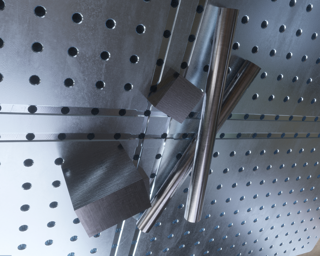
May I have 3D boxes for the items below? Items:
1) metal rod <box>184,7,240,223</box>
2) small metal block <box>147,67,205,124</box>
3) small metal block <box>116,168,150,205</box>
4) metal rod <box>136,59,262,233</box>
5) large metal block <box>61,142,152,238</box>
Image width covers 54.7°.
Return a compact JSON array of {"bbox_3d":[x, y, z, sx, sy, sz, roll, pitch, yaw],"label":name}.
[{"bbox_3d":[0.066,-0.003,0.419,0.025,0.025,0.298,-4,113,-27],"label":"metal rod"},{"bbox_3d":[0.021,-0.041,0.397,0.050,0.025,0.050,30,102,-38],"label":"small metal block"},{"bbox_3d":[-0.043,0.091,0.444,0.050,0.025,0.050,-14,124,-21],"label":"small metal block"},{"bbox_3d":[0.051,0.035,0.460,0.025,0.025,0.299,23,106,-37],"label":"metal rod"},{"bbox_3d":[-0.067,0.073,0.384,0.081,0.080,0.050,-24,127,-14],"label":"large metal block"}]
